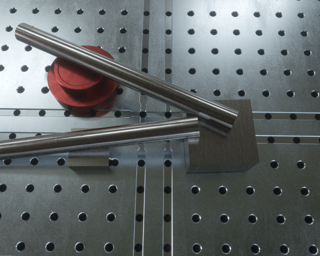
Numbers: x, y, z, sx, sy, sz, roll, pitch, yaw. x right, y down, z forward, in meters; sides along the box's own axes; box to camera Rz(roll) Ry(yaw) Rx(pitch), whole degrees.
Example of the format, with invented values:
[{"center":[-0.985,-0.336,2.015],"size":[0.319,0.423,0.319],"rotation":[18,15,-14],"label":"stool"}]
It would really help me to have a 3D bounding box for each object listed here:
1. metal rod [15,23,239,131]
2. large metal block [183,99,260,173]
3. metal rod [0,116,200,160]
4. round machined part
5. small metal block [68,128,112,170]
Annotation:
[{"center":[-0.049,-0.068,0.385],"size":[0.301,0.025,0.025],"rotation":[24,72,11],"label":"metal rod"},{"center":[0.073,0.011,0.392],"size":[0.081,0.050,0.080],"rotation":[-2,70,-1],"label":"large metal block"},{"center":[-0.104,0.016,0.375],"size":[0.301,0.025,0.025],"rotation":[-7,70,8],"label":"metal rod"},{"center":[-0.106,-0.074,0.428],"size":[0.099,0.042,0.098],"rotation":[0,70,-1],"label":"round machined part"},{"center":[-0.089,0.028,0.401],"size":[0.050,0.025,0.050],"rotation":[0,70,-1],"label":"small metal block"}]
